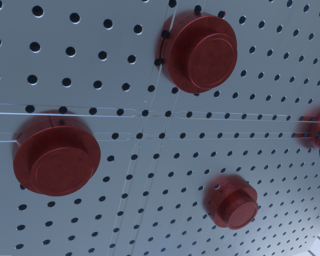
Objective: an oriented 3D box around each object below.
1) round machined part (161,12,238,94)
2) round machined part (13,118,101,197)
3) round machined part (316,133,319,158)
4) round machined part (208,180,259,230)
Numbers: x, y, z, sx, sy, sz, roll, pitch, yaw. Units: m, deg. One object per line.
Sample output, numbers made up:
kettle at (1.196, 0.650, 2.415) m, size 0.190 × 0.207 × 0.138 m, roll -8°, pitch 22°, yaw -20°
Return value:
round machined part at (0.055, -0.086, 0.378) m, size 0.099 × 0.042 × 0.097 m, roll -14°, pitch 124°, yaw -21°
round machined part at (-0.117, 0.041, 0.362) m, size 0.099 × 0.042 × 0.097 m, roll -14°, pitch 124°, yaw -21°
round machined part at (0.351, 0.024, 0.611) m, size 0.099 × 0.042 × 0.097 m, roll -14°, pitch 125°, yaw -21°
round machined part at (0.141, 0.148, 0.572) m, size 0.099 × 0.042 × 0.097 m, roll -14°, pitch 125°, yaw -21°
